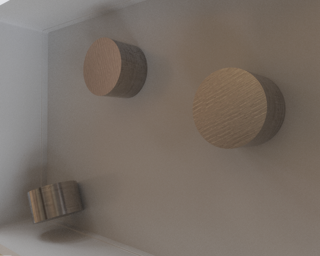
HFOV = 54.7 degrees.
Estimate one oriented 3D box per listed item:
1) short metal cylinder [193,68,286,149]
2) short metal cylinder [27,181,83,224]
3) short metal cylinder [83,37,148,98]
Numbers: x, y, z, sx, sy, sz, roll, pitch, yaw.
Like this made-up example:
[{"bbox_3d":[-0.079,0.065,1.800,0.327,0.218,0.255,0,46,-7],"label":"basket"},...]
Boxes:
[{"bbox_3d":[0.082,-0.019,0.323,0.080,0.050,0.080,0,90,40],"label":"short metal cylinder"},{"bbox_3d":[-0.173,0.123,0.514,0.080,0.081,0.050,-27,73,37],"label":"short metal cylinder"},{"bbox_3d":[-0.065,-0.084,0.444,0.080,0.050,0.080,0,90,40],"label":"short metal cylinder"}]
